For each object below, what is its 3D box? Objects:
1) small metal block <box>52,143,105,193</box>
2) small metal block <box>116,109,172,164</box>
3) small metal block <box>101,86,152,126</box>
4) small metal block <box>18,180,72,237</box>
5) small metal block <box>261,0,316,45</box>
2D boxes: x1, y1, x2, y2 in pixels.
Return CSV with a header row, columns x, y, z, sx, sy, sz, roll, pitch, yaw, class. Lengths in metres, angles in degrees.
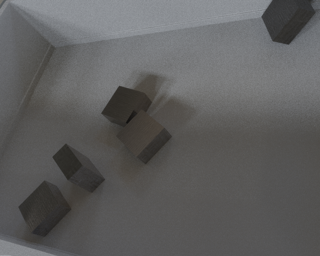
x,y,z,sx,sy,sz,roll,pitch,yaw,class
-0.108,0.054,0.411,0.025,0.050,0.050,-46,52,-4,small metal block
-0.022,0.011,0.409,0.050,0.025,0.050,-47,52,-5,small metal block
-0.048,-0.029,0.447,0.050,0.025,0.050,20,72,35,small metal block
-0.156,0.108,0.419,0.050,0.025,0.050,-46,52,-5,small metal block
0.160,-0.143,0.391,0.025,0.050,0.050,6,54,-19,small metal block
